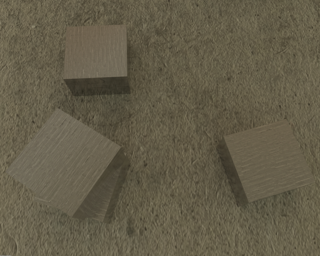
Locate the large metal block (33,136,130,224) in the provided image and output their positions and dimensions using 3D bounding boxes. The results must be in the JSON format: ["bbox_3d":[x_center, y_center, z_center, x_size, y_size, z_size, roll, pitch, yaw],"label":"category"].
[{"bbox_3d":[-0.089,0.063,0.371,0.080,0.050,0.080,15,71,5],"label":"large metal block"}]

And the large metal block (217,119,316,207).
[{"bbox_3d":[0.125,0.044,0.380,0.081,0.050,0.080,-15,71,-6],"label":"large metal block"}]

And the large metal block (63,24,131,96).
[{"bbox_3d":[-0.084,-0.092,0.428,0.081,0.050,0.080,-3,70,-1],"label":"large metal block"}]

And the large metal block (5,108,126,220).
[{"bbox_3d":[-0.094,0.039,0.327,0.080,0.050,0.080,30,73,10],"label":"large metal block"}]
